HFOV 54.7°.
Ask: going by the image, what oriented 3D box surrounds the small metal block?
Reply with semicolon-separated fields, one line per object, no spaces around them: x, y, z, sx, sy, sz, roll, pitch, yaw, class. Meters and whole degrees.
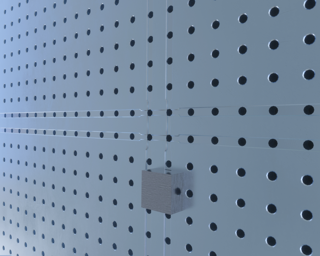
0.003;0.082;0.407;0.050;0.025;0.050;2;91;40;small metal block
